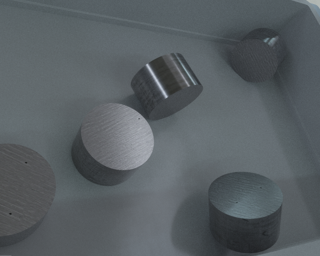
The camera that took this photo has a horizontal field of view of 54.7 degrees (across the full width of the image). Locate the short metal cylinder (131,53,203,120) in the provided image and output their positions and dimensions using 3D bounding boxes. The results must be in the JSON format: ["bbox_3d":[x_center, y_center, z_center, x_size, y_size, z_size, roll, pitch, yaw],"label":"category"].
[{"bbox_3d":[0.009,-0.053,0.407,0.081,0.080,0.050,-20,72,-35],"label":"short metal cylinder"}]

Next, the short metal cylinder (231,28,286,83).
[{"bbox_3d":[0.172,-0.127,0.540,0.080,0.080,0.050,43,51,1],"label":"short metal cylinder"}]

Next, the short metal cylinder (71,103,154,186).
[{"bbox_3d":[-0.054,0.019,0.349,0.081,0.050,0.080,14,56,-21],"label":"short metal cylinder"}]

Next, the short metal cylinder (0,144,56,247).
[{"bbox_3d":[-0.139,0.061,0.278,0.081,0.050,0.080,14,56,-21],"label":"short metal cylinder"}]

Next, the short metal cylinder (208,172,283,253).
[{"bbox_3d":[0.097,0.095,0.358,0.080,0.050,0.080,-5,27,3],"label":"short metal cylinder"}]
